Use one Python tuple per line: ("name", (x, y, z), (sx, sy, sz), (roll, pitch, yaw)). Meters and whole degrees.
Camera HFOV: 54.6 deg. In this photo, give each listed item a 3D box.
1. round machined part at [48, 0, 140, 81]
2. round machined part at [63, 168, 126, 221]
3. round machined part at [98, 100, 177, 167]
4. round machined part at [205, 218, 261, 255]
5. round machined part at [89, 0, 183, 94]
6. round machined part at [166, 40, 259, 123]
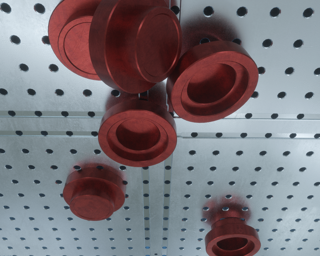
("round machined part", (-0.066, -0.091, 0.323), (0.099, 0.042, 0.097), (0, 130, 0))
("round machined part", (-0.105, 0.112, 0.494), (0.099, 0.042, 0.097), (0, 130, 0))
("round machined part", (-0.028, 0.003, 0.402), (0.099, 0.042, 0.097), (0, 130, 0))
("round machined part", (0.132, 0.203, 0.574), (0.099, 0.042, 0.097), (0, 130, 0))
("round machined part", (-0.015, -0.080, 0.293), (0.042, 0.098, 0.098), (19, 140, 34))
("round machined part", (0.054, -0.054, 0.344), (0.099, 0.042, 0.098), (-11, 139, -9))
